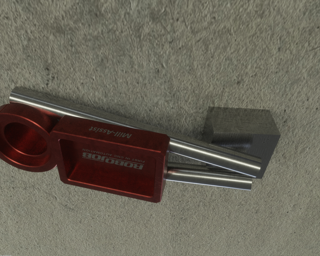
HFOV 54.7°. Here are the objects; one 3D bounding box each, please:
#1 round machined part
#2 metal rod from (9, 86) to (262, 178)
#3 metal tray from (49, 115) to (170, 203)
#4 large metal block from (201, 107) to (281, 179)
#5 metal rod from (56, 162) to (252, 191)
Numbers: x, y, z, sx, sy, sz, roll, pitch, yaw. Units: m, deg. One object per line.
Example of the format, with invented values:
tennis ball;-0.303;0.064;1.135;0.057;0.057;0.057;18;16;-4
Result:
round machined part;-0.166;0.008;0.395;0.099;0.042;0.097;6;130;8
metal rod;-0.030;0.004;0.369;0.302;0.025;0.025;16;129;2
metal tray;-0.057;0.039;0.370;0.131;0.030;0.089;10;131;7
large metal block;0.100;0.020;0.409;0.081;0.050;0.079;3;130;-3
metal rod;-0.035;0.052;0.410;0.301;0.025;0.025;5;131;11
